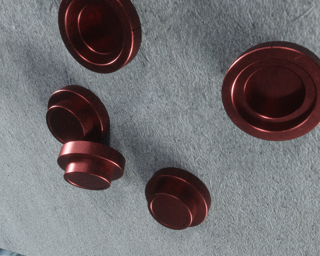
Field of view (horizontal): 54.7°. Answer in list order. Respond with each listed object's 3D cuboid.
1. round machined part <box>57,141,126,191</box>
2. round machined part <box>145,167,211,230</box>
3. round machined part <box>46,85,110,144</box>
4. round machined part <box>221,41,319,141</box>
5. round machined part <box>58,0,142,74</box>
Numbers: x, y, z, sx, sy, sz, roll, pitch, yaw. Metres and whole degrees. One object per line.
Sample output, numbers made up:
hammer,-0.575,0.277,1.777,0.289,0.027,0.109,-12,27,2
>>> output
round machined part,-0.104,0.061,0.460,0.099,0.042,0.098,5,148,4
round machined part,0.021,0.109,0.452,0.098,0.042,0.097,13,124,21
round machined part,-0.127,-0.010,0.456,0.098,0.042,0.097,13,124,21
round machined part,0.115,-0.039,0.311,0.098,0.042,0.097,13,124,21
round machined part,-0.064,-0.116,0.358,0.098,0.042,0.097,13,124,21
